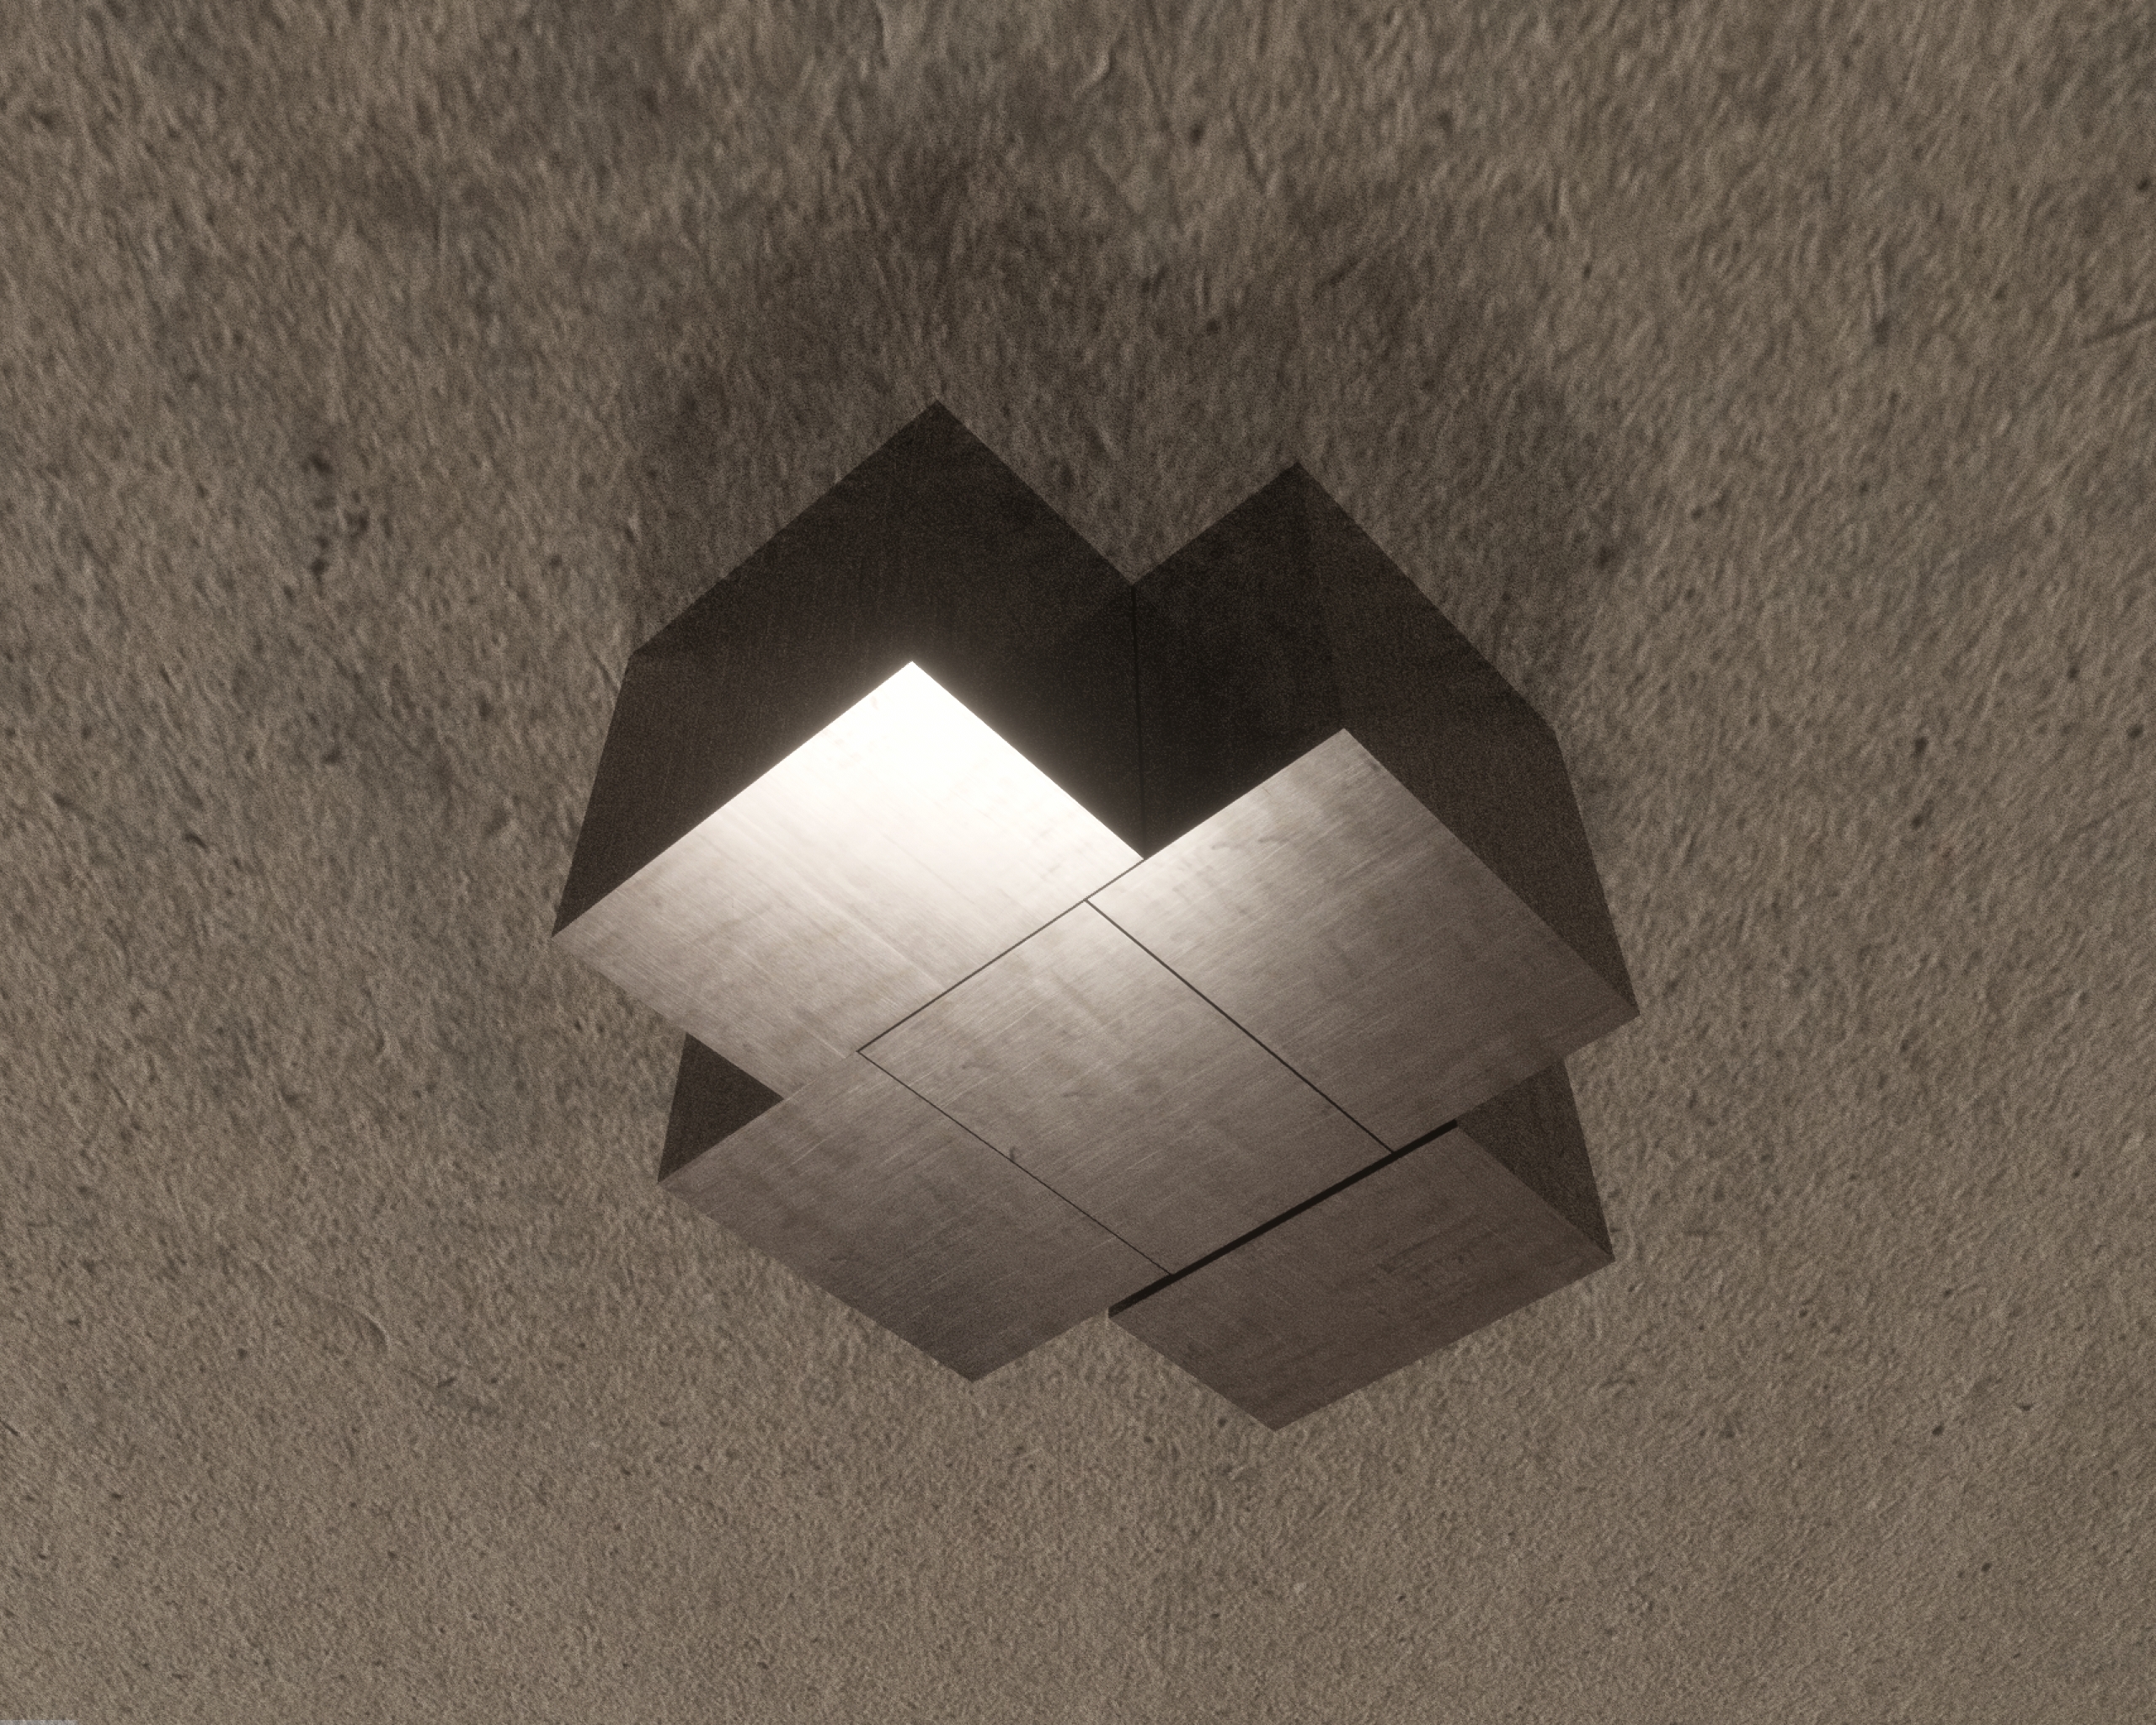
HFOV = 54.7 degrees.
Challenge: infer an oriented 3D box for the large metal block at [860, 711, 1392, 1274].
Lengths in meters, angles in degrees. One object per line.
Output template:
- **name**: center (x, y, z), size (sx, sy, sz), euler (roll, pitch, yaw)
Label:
- **large metal block**: center (0.009, 0.015, 0.387), size (0.050, 0.080, 0.080), euler (-35, 122, 25)

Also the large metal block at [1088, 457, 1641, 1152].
- **large metal block**: center (0.047, -0.010, 0.365), size (0.050, 0.080, 0.080), euler (-35, 122, 25)

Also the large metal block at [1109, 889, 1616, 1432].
- **large metal block**: center (0.052, 0.054, 0.420), size (0.080, 0.080, 0.050), euler (-34, 122, 25)

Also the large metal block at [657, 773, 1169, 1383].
- **large metal block**: center (-0.029, 0.041, 0.408), size (0.050, 0.080, 0.080), euler (-35, 122, 25)

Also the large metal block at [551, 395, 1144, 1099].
- **large metal block**: center (-0.037, -0.020, 0.356), size (0.080, 0.080, 0.050), euler (-34, 122, 25)
